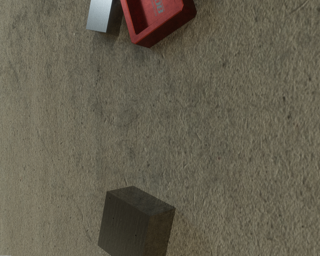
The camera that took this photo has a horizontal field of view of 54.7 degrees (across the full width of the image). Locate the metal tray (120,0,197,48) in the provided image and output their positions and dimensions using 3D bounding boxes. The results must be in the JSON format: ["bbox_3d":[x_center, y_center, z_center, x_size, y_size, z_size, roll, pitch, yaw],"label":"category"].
[{"bbox_3d":[-0.011,-0.185,0.410,0.090,0.030,0.129,-25,75,37],"label":"metal tray"}]

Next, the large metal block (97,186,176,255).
[{"bbox_3d":[-0.033,0.133,0.416,0.080,0.050,0.079,18,102,38],"label":"large metal block"}]

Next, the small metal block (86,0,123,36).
[{"bbox_3d":[-0.084,-0.171,0.474,0.050,0.025,0.050,22,104,38],"label":"small metal block"}]
